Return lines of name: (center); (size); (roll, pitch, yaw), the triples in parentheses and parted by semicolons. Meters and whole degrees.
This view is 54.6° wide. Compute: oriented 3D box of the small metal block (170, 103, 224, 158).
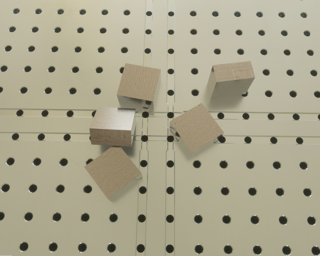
small metal block: (0.048, 0.003, 0.411); (0.050, 0.025, 0.050); (-31, 73, -11)

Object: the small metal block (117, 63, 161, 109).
small metal block: (-0.028, -0.059, 0.433); (0.050, 0.025, 0.050); (11, 70, 4)

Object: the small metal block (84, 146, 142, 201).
small metal block: (-0.058, 0.056, 0.391); (0.050, 0.025, 0.050); (-37, 74, -12)

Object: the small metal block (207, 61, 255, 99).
small metal block: (0.095, -0.065, 0.423); (0.050, 0.050, 0.025); (-7, 70, -3)

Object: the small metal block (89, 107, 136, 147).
small metal block: (-0.059, -0.003, 0.400); (0.050, 0.025, 0.050); (3, 35, 1)
